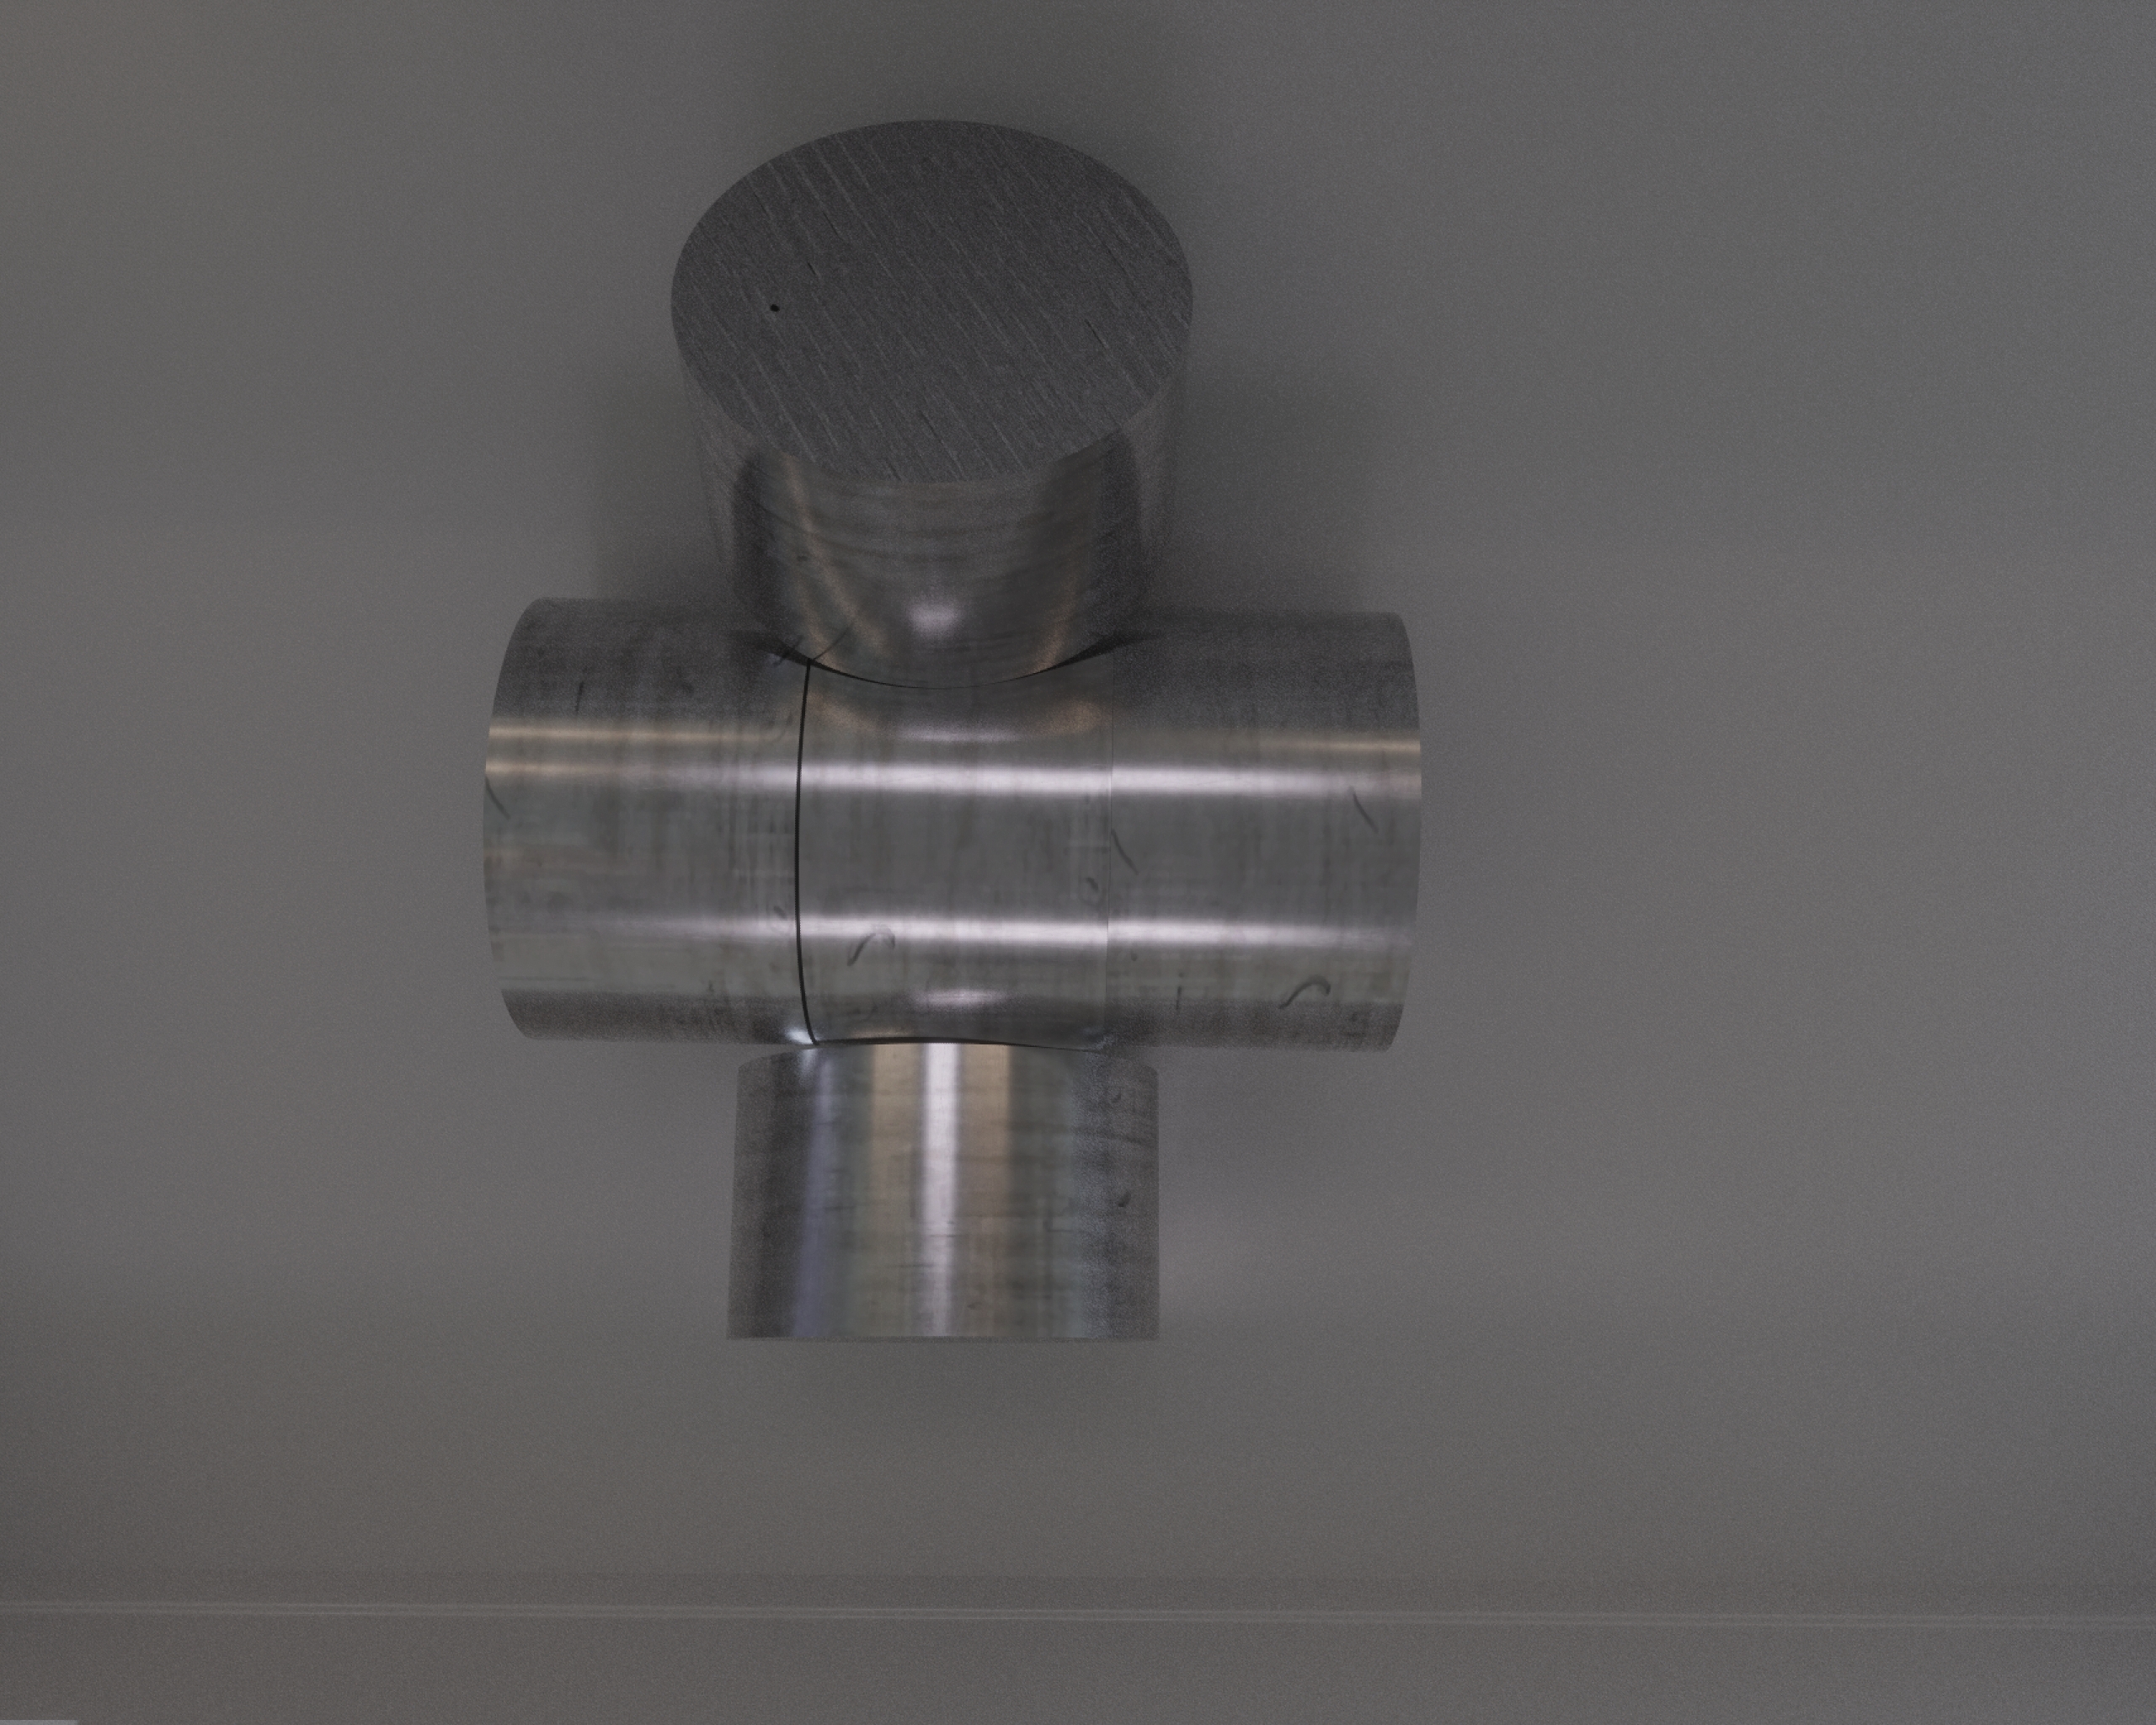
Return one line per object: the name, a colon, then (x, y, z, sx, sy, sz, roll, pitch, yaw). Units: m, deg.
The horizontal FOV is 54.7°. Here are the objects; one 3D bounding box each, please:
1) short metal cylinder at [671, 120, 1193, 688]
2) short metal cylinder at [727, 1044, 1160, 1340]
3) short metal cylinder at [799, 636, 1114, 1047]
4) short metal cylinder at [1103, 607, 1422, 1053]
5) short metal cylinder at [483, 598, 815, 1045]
short metal cylinder: (-0.023, -0.076, 0.344, 0.081, 0.080, 0.050, 2, 148, -1)
short metal cylinder: (-0.025, 0.065, 0.396, 0.081, 0.080, 0.050, 0, 76, 0)
short metal cylinder: (-0.020, -0.006, 0.377, 0.050, 0.080, 0.079, 1, 110, 0)
short metal cylinder: (0.031, -0.006, 0.378, 0.050, 0.080, 0.079, 1, 110, 0)
short metal cylinder: (-0.071, -0.007, 0.377, 0.050, 0.080, 0.079, 1, 110, 0)
